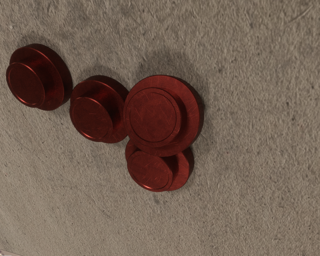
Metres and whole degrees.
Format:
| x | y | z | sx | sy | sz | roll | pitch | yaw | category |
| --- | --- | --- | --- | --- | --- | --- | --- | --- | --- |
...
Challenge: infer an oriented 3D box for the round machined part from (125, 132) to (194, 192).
| x | y | z | sx | sy | sz | roll | pitch | yaw | category |
| --- | --- | --- | --- | --- | --- | --- | --- | --- | --- |
| -0.006 | 0.050 | 0.428 | 0.098 | 0.042 | 0.097 | 13 | 124 | 20 | round machined part |

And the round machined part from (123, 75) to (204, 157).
| x | y | z | sx | sy | sz | roll | pitch | yaw | category |
| --- | --- | --- | --- | --- | --- | --- | --- | --- | --- |
| -0.001 | -0.014 | 0.364 | 0.098 | 0.042 | 0.097 | 3 | 97 | 21 | round machined part |

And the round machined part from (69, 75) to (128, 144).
| x | y | z | sx | sy | sz | roll | pitch | yaw | category |
| --- | --- | --- | --- | --- | --- | --- | --- | --- | --- |
| -0.084 | -0.020 | 0.426 | 0.098 | 0.042 | 0.097 | 13 | 124 | 20 | round machined part |

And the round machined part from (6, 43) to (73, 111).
| x | y | z | sx | sy | sz | roll | pitch | yaw | category |
| --- | --- | --- | --- | --- | --- | --- | --- | --- | --- |
| -0.180 | -0.068 | 0.446 | 0.098 | 0.042 | 0.097 | 13 | 124 | 20 | round machined part |
